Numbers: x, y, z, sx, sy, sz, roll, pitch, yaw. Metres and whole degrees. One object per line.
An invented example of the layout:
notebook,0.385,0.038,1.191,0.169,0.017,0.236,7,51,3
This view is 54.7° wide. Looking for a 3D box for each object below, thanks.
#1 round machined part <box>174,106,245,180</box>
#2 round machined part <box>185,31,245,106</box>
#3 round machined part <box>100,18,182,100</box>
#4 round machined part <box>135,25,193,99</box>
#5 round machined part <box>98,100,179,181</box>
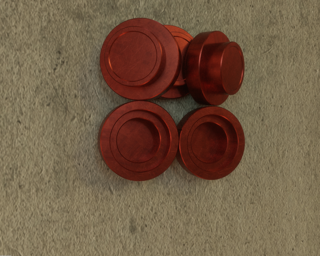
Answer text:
round machined part,0.063,0.019,0.426,0.099,0.042,0.097,0,90,-21
round machined part,0.078,-0.078,0.408,0.099,0.042,0.097,-11,104,-50
round machined part,-0.026,-0.082,0.367,0.098,0.042,0.097,1,93,13
round machined part,0.014,-0.087,0.407,0.099,0.042,0.097,0,90,-21
round machined part,-0.030,0.015,0.391,0.099,0.042,0.097,0,90,-21
